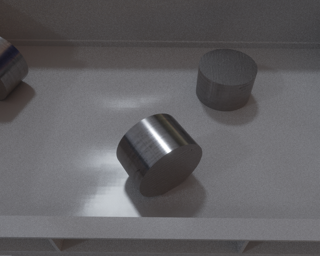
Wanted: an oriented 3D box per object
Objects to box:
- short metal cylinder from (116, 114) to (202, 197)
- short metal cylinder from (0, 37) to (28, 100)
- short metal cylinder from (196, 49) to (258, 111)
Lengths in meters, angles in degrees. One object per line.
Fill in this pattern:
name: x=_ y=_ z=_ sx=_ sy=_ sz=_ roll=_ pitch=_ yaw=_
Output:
short metal cylinder: x=-0.001 y=0.031 z=0.344 sx=0.081 sy=0.080 sz=0.050 roll=-26 pitch=55 yaw=-20
short metal cylinder: x=-0.239 y=-0.086 z=0.440 sx=0.080 sy=0.080 sz=0.050 roll=15 pitch=52 yaw=12
short metal cylinder: x=0.094 y=-0.070 z=0.448 sx=0.080 sy=0.050 sz=0.080 roll=0 pitch=50 yaw=0
